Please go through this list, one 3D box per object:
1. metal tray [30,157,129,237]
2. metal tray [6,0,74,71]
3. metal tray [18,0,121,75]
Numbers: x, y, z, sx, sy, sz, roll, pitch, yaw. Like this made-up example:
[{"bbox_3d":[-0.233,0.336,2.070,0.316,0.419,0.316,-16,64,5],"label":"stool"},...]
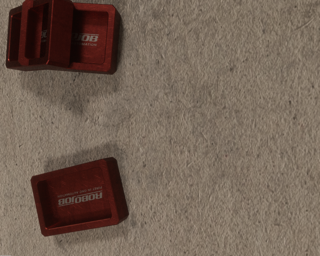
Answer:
[{"bbox_3d":[-0.117,0.099,0.446,0.130,0.030,0.090,-15,85,19],"label":"metal tray"},{"bbox_3d":[-0.175,-0.130,0.441,0.130,0.030,0.089,7,92,41],"label":"metal tray"},{"bbox_3d":[-0.125,-0.126,0.432,0.131,0.030,0.089,5,92,5],"label":"metal tray"}]
